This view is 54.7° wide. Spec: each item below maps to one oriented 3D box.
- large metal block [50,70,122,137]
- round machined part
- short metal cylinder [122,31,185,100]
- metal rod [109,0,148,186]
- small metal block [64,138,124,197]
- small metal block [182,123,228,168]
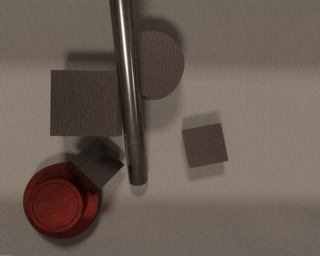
[{"bbox_3d":[-0.092,-0.030,0.398,0.081,0.050,0.079,1,90,-1],"label":"large metal block"},{"bbox_3d":[-0.129,0.096,0.401,0.099,0.042,0.097,0,90,-1],"label":"round machined part"},{"bbox_3d":[-0.011,-0.078,0.399,0.081,0.050,0.079,0,90,-1],"label":"short metal cylinder"},{"bbox_3d":[-0.036,-0.064,0.348,0.025,0.025,0.298,-3,116,0],"label":"metal rod"},{"bbox_3d":[-0.083,0.050,0.396,0.050,0.025,0.050,45,45,0],"label":"small metal block"},{"bbox_3d":[0.059,0.023,0.412,0.050,0.025,0.050,-11,90,-1],"label":"small metal block"}]
